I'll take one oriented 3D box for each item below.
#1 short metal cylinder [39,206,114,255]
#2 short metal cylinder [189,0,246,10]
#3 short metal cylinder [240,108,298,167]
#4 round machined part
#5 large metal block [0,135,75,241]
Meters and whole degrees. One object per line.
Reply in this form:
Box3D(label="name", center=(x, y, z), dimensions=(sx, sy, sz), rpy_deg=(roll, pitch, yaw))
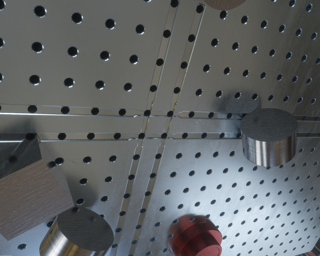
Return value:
Box3D(label="short metal cylinder", center=(-0.109, 0.150, 0.409), dimensions=(0.080, 0.080, 0.050), rpy_deg=(23, 106, -37))
Box3D(label="short metal cylinder", center=(0.059, -0.169, 0.322), dimensions=(0.081, 0.050, 0.079), rpy_deg=(-14, 124, -21))
Box3D(label="short metal cylinder", center=(0.166, 0.013, 0.474), dimensions=(0.080, 0.080, 0.050), rpy_deg=(-25, 128, -13))
Box3D(label="round machined part", center=(0.077, 0.229, 0.584), dimensions=(0.099, 0.042, 0.097), rpy_deg=(-14, 124, -21))
Box3D(label="large metal block", center=(-0.156, 0.067, 0.351), dimensions=(0.080, 0.050, 0.080), rpy_deg=(-27, 128, -12))
